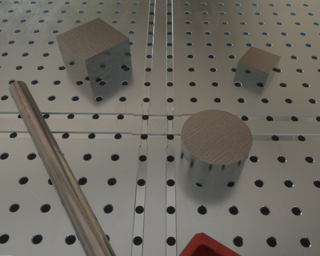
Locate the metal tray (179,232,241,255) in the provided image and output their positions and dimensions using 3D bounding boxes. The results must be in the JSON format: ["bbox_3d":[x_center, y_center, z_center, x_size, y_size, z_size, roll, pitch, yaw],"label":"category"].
[{"bbox_3d":[0.060,0.156,0.251,0.130,0.030,0.090,22,52,36],"label":"metal tray"}]

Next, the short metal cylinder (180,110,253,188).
[{"bbox_3d":[0.065,0.024,0.371,0.080,0.050,0.080,0,50,0],"label":"short metal cylinder"}]

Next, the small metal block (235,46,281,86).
[{"bbox_3d":[0.156,-0.099,0.492,0.050,0.025,0.050,28,55,21],"label":"small metal block"}]

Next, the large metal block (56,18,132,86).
[{"bbox_3d":[-0.104,-0.124,0.494,0.080,0.050,0.080,-35,58,-26],"label":"large metal block"}]

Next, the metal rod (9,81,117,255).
[{"bbox_3d":[-0.129,0.038,0.374,0.025,0.025,0.300,-26,55,-20],"label":"metal rod"}]
